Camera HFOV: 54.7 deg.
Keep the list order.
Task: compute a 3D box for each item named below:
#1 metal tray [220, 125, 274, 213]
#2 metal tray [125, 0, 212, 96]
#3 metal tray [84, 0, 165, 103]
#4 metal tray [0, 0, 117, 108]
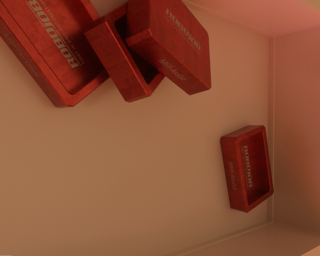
[{"bbox_3d":[0.153,0.067,0.534,0.091,0.030,0.129,-18,102,-39],"label":"metal tray"},{"bbox_3d":[0.016,-0.105,0.360,0.130,0.030,0.090,30,54,-49],"label":"metal tray"},{"bbox_3d":[-0.021,-0.100,0.357,0.090,0.030,0.130,60,35,-23],"label":"metal tray"},{"bbox_3d":[-0.104,-0.097,0.317,0.090,0.030,0.130,-47,118,-30],"label":"metal tray"}]
